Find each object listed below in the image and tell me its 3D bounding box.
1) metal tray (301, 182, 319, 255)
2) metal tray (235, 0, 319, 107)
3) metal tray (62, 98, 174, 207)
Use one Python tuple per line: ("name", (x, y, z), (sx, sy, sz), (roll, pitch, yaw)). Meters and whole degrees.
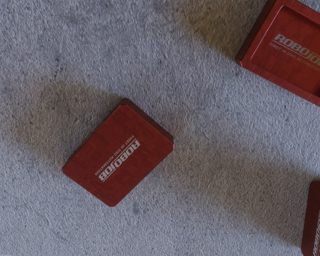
("metal tray", (0.237, 0.152, 0.432), (0.030, 0.090, 0.129), (-3, 110, 1))
("metal tray", (0.171, -0.090, 0.375), (0.131, 0.030, 0.089), (25, 108, -9))
("metal tray", (-0.056, 0.036, 0.420), (0.090, 0.030, 0.130), (41, 105, -14))
